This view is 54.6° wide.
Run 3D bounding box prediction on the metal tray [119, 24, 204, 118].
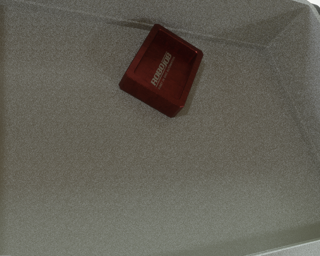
[{"bbox_3d":[0.006,-0.088,0.458,0.090,0.030,0.130,30,52,-9],"label":"metal tray"}]
